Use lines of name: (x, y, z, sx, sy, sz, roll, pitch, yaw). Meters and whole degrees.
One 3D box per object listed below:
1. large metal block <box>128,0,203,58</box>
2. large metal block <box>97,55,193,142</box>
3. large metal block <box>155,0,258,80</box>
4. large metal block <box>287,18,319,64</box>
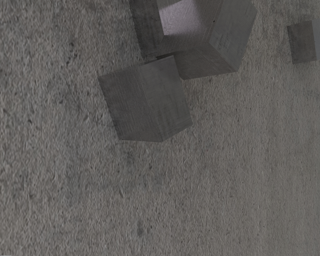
large metal block: (0.013, -0.140, 0.399, 0.081, 0.050, 0.080, -22, 104, -38)
large metal block: (-0.018, -0.032, 0.354, 0.050, 0.080, 0.080, -28, 108, -36)
large metal block: (0.051, -0.105, 0.346, 0.050, 0.080, 0.080, 33, 70, -35)
large metal block: (0.318, -0.185, 0.654, 0.081, 0.050, 0.080, -23, 105, -38)
